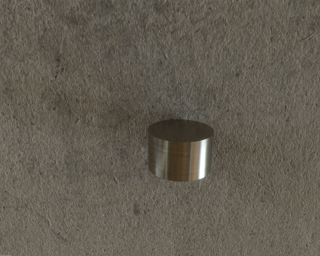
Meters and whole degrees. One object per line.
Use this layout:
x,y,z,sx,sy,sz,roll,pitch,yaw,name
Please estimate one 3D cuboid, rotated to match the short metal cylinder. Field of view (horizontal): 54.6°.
0.025,0.025,0.390,0.080,0.080,0.050,1,110,0,short metal cylinder
